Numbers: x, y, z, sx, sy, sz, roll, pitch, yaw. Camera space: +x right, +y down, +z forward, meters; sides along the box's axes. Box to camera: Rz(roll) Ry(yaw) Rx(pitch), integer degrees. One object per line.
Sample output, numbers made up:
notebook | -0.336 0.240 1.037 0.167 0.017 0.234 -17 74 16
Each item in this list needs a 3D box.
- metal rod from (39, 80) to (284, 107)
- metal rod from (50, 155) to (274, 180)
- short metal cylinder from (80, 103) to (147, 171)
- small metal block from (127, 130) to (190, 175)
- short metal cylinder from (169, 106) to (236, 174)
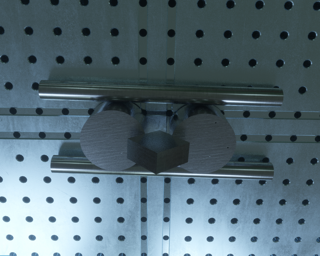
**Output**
metal rod | 0.002 -0.043 0.394 0.302 0.025 0.025 2 110 -1
metal rod | 0.004 0.055 0.430 0.302 0.025 0.025 2 110 -1
short metal cylinder | -0.057 0.008 0.399 0.081 0.050 0.079 0 110 0
small metal block | -0.002 0.026 0.357 0.050 0.050 0.025 -14 116 -42
short metal cylinder | 0.053 0.012 0.401 0.081 0.050 0.079 0 110 0
